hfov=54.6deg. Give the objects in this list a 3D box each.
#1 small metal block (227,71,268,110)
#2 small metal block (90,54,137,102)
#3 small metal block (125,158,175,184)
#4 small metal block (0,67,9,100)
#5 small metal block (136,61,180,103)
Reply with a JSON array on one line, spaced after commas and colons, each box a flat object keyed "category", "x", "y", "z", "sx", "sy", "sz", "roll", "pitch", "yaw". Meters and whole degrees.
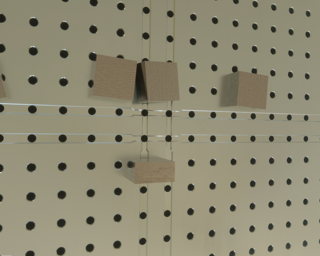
[{"category": "small metal block", "x": 0.130, "y": -0.054, "z": 0.460, "sx": 0.050, "sy": 0.025, "sz": 0.050, "roll": 5, "pitch": 88, "yaw": -20}, {"category": "small metal block", "x": -0.059, "y": -0.062, "z": 0.391, "sx": 0.050, "sy": 0.025, "sz": 0.050, "roll": 6, "pitch": 88, "yaw": -20}, {"category": "small metal block", "x": -0.014, "y": 0.053, "z": 0.394, "sx": 0.050, "sy": 0.050, "sz": 0.025, "roll": 1, "pitch": 90, "yaw": -20}, {"category": "small metal block", "x": -0.200, "y": -0.052, "z": 0.339, "sx": 0.050, "sy": 0.025, "sz": 0.050, "roll": -16, "pitch": 95, "yaw": -19}, {"category": "small metal block", "x": -0.003, "y": -0.059, "z": 0.404, "sx": 0.050, "sy": 0.025, "sz": 0.050, "roll": -6, "pitch": 92, "yaw": -35}]
